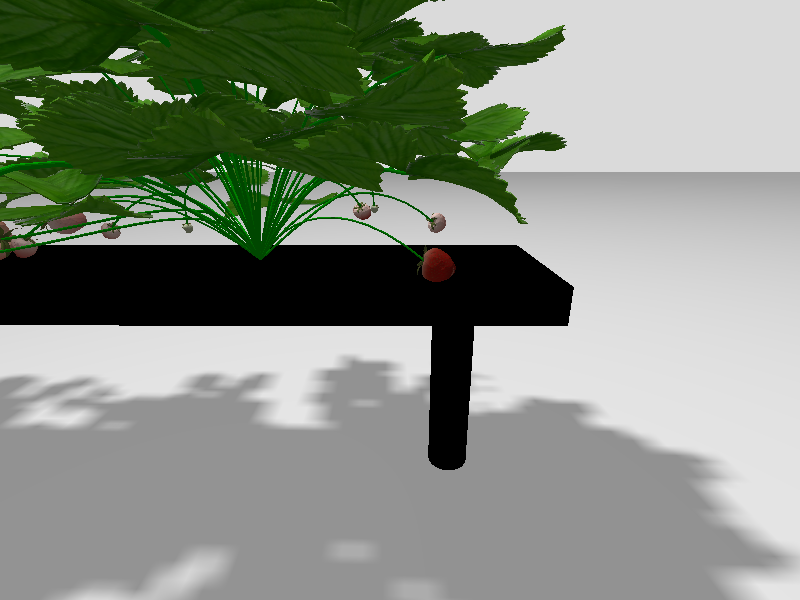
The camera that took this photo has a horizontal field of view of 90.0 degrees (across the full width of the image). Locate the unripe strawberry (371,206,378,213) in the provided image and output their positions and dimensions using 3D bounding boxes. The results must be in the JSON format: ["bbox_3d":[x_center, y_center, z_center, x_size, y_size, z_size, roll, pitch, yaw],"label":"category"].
[{"bbox_3d":[-0.035,-0.124,0.546,0.011,0.010,0.010,8,21,22],"label":"unripe strawberry"}]

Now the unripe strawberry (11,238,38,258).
[{"bbox_3d":[-0.339,-0.047,0.361,0.020,0.019,0.018,30,18,-9],"label":"unripe strawberry"}]

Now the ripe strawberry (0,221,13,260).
[{"bbox_3d":[-0.370,-0.053,0.352,0.042,0.041,0.039,-1,19,0],"label":"ripe strawberry"}]

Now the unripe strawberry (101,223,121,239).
[{"bbox_3d":[-0.323,-0.076,0.447,0.019,0.019,0.018,-30,2,32],"label":"unripe strawberry"}]

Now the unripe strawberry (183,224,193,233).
[{"bbox_3d":[-0.252,-0.085,0.477,0.011,0.011,0.010,-18,26,-42],"label":"unripe strawberry"}]

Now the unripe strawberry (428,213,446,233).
[{"bbox_3d":[0.046,-0.092,0.481,0.022,0.023,0.021,6,12,-41],"label":"unripe strawberry"}]

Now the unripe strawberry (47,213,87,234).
[{"bbox_3d":[-0.391,-0.094,0.470,0.037,0.032,0.037,-12,23,-32],"label":"unripe strawberry"}]

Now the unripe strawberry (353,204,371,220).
[{"bbox_3d":[-0.054,-0.126,0.579,0.027,0.024,0.024,6,-27,15],"label":"unripe strawberry"}]

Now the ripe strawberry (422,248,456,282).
[{"bbox_3d":[0.027,-0.024,0.285,0.024,0.025,0.022,22,26,19],"label":"ripe strawberry"}]
